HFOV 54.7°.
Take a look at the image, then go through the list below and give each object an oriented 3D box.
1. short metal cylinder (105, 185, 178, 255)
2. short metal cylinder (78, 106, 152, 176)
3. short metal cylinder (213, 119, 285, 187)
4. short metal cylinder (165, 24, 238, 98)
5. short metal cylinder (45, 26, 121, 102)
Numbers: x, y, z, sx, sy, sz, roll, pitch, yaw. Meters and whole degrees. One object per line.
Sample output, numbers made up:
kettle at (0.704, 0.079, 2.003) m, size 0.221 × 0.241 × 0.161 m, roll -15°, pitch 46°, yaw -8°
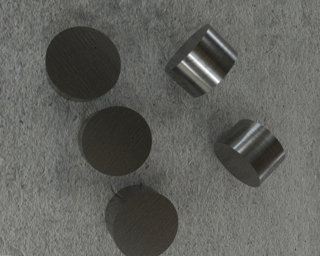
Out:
short metal cylinder at (-0.024, 0.115, 0.387) m, size 0.081 × 0.050 × 0.080 m, roll 0°, pitch 90°, yaw -20°
short metal cylinder at (-0.056, 0.015, 0.375) m, size 0.081 × 0.050 × 0.080 m, roll 0°, pitch 90°, yaw -20°
short metal cylinder at (0.121, 0.034, 0.424) m, size 0.050 × 0.080 × 0.080 m, roll -41°, pitch 103°, yaw -15°
short metal cylinder at (0.052, -0.085, 0.398) m, size 0.050 × 0.080 × 0.080 m, roll 40°, pitch 77°, yaw -16°
short metal cylinder at (-0.091, -0.071, 0.362) m, size 0.081 × 0.050 × 0.080 m, roll 0°, pitch 90°, yaw -20°
